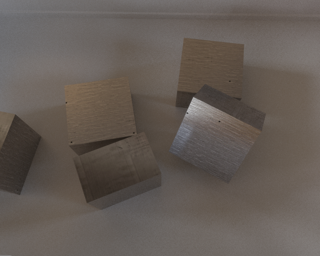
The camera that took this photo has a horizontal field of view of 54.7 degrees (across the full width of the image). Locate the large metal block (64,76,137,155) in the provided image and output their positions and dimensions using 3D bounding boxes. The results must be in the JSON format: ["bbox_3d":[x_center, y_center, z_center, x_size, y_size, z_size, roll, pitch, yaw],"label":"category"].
[{"bbox_3d":[-0.073,-0.014,0.401,0.081,0.050,0.080,-9,70,-4],"label":"large metal block"}]

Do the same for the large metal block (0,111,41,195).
[{"bbox_3d":[-0.193,0.030,0.368,0.050,0.080,0.080,11,71,4],"label":"large metal block"}]

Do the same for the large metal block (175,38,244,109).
[{"bbox_3d":[0.067,-0.070,0.422,0.080,0.050,0.080,7,70,2],"label":"large metal block"}]

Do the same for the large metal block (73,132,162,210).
[{"bbox_3d":[-0.045,0.053,0.361,0.080,0.080,0.050,-21,72,-7],"label":"large metal block"}]

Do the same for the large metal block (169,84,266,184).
[{"bbox_3d":[0.068,0.006,0.371,0.080,0.079,0.050,28,32,9],"label":"large metal block"}]
